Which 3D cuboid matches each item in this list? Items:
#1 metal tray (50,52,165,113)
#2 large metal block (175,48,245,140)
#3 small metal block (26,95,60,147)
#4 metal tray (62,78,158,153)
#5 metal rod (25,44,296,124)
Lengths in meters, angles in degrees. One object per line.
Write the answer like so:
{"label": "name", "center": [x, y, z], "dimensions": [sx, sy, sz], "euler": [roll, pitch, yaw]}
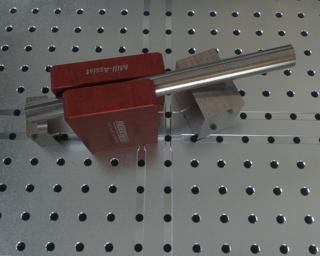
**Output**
{"label": "metal tray", "center": [-0.060, -0.052, 0.395], "dimensions": [0.131, 0.090, 0.030], "euler": [-8, 72, -4]}
{"label": "large metal block", "center": [0.058, -0.040, 0.397], "dimensions": [0.050, 0.080, 0.080], "euler": [-21, 72, -8]}
{"label": "small metal block", "center": [-0.150, -0.008, 0.399], "dimensions": [0.025, 0.050, 0.050], "euler": [-8, 70, -3]}
{"label": "metal tray", "center": [-0.049, -0.008, 0.358], "dimensions": [0.091, 0.130, 0.030], "euler": [-9, 71, -4]}
{"label": "metal rod", "center": [-0.004, -0.048, 0.349], "dimensions": [0.302, 0.025, 0.025], "euler": [-12, 70, 5]}
